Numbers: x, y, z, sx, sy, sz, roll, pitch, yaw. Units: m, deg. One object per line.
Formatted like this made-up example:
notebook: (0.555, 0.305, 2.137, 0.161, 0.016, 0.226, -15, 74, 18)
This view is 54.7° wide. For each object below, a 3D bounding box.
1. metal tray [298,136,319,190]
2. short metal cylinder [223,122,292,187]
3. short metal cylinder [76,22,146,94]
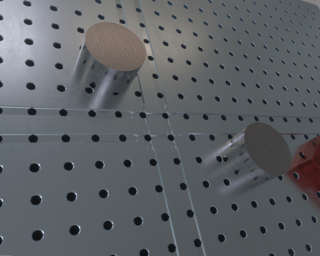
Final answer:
metal tray: (0.301, 0.080, 0.518, 0.130, 0.030, 0.091, 46, 51, 3)
short metal cylinder: (0.138, 0.038, 0.443, 0.081, 0.050, 0.080, 14, 56, -21)
short metal cylinder: (-0.066, -0.093, 0.413, 0.081, 0.050, 0.080, 13, 56, -21)
